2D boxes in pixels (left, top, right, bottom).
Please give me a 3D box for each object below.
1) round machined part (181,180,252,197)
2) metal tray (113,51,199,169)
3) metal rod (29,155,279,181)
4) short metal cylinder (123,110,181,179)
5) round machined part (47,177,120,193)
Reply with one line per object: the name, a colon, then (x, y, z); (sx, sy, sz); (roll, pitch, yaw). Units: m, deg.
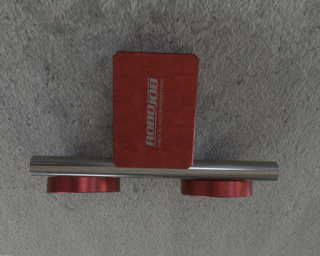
round machined part: (0.079, 0.072, 0.437); (0.099, 0.042, 0.098); (0, 173, 0)
metal tray: (-0.006, -0.020, 0.353); (0.091, 0.030, 0.129); (1, 104, -2)
metal rod: (-0.005, 0.050, 0.387); (0.302, 0.025, 0.025); (2, 130, -2)
short metal cylinder: (-0.009, 0.022, 0.412); (0.081, 0.050, 0.079); (0, 130, 0)
round machined part: (-0.105, 0.069, 0.434); (0.099, 0.042, 0.098); (-1, 169, 0)
